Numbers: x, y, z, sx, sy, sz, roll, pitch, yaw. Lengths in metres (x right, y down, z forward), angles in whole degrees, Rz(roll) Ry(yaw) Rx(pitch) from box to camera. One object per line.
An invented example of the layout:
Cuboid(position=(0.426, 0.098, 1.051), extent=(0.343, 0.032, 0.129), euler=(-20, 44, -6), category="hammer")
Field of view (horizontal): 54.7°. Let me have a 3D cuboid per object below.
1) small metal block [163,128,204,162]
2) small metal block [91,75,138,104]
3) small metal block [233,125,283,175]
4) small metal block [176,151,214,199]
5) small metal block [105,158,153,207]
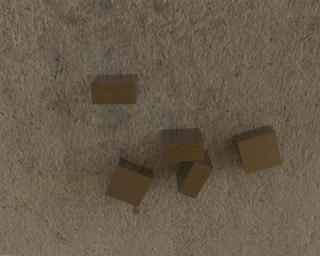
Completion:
Cuboid(position=(0.029, 0.021, 0.404), extent=(0.050, 0.050, 0.025), euler=(-2, 110, 1), category="small metal block")
Cuboid(position=(-0.053, -0.048, 0.378), extent=(0.050, 0.050, 0.025), euler=(-1, 110, 0), category="small metal block")
Cuboid(position=(0.133, 0.030, 0.422), extent=(0.050, 0.025, 0.050), euler=(-17, 109, 6), category="small metal block")
Cuboid(position=(0.045, 0.058, 0.418), extent=(0.025, 0.050, 0.050), euler=(24, 108, -9), category="small metal block")
Cuboid(position=(-0.043, 0.077, 0.438), extent=(0.050, 0.025, 0.050), euler=(23, 108, -8), category="small metal block")
